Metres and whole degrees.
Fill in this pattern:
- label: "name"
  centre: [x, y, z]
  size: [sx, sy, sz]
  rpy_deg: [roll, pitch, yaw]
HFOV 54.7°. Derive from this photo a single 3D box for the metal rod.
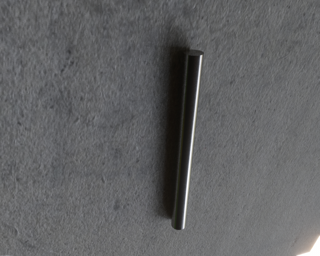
- label: "metal rod"
  centre: [0.036, 0.036, 0.450]
  size: [0.025, 0.025, 0.298]
  rpy_deg: [-12, 124, -22]
